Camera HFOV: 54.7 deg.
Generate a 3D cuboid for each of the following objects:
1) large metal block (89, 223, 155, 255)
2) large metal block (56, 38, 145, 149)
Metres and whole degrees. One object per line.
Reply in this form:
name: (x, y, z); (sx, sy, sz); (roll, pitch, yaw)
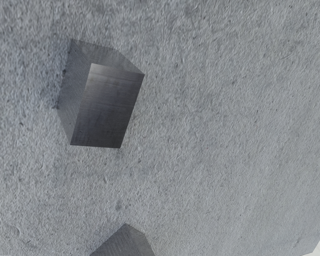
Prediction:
large metal block: (-0.053, 0.209, 0.471); (0.080, 0.080, 0.050); (-43, 129, 1)
large metal block: (-0.065, -0.036, 0.314); (0.050, 0.080, 0.079); (7, 115, -32)
